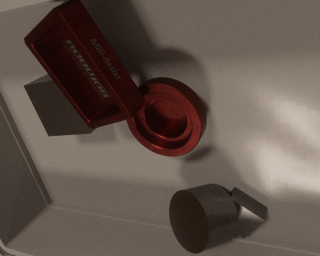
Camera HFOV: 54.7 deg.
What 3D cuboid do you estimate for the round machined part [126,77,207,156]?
[{"bbox_3d":[0.010,-0.017,0.381,0.098,0.042,0.097,13,124,20],"label":"round machined part"}]

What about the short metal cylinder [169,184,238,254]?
[{"bbox_3d":[0.056,0.118,0.411,0.080,0.050,0.079,10,102,55],"label":"short metal cylinder"}]

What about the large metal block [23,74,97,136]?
[{"bbox_3d":[-0.129,-0.037,0.435,0.080,0.050,0.080,-4,117,30],"label":"large metal block"}]

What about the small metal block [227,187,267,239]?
[{"bbox_3d":[0.109,0.116,0.423,0.050,0.025,0.050,32,128,6],"label":"small metal block"}]

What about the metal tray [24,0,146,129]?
[{"bbox_3d":[-0.085,-0.064,0.348,0.090,0.030,0.130,-12,118,47],"label":"metal tray"}]
